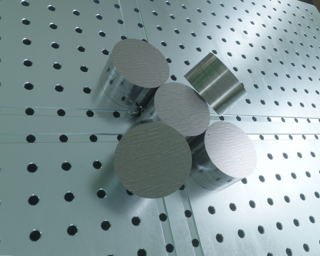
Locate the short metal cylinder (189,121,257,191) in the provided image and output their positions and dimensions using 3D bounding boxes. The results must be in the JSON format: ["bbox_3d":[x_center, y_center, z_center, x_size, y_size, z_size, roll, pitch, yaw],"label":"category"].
[{"bbox_3d":[0.081,0.038,0.414,0.081,0.050,0.080,14,56,-21],"label":"short metal cylinder"}]

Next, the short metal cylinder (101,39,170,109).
[{"bbox_3d":[-0.034,-0.073,0.419,0.081,0.050,0.080,14,56,-21],"label":"short metal cylinder"}]

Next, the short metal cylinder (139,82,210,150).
[{"bbox_3d":[0.019,-0.014,0.412,0.081,0.050,0.080,14,56,-21],"label":"short metal cylinder"}]

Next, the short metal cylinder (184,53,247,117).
[{"bbox_3d":[0.080,-0.063,0.449,0.080,0.050,0.080,47,10,-10],"label":"short metal cylinder"}]

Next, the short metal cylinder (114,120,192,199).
[{"bbox_3d":[-0.008,0.032,0.343,0.081,0.050,0.079,0,95,-3],"label":"short metal cylinder"}]
